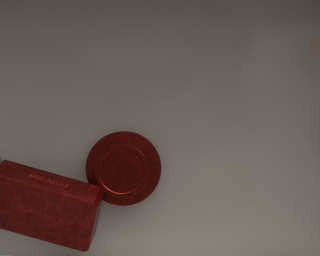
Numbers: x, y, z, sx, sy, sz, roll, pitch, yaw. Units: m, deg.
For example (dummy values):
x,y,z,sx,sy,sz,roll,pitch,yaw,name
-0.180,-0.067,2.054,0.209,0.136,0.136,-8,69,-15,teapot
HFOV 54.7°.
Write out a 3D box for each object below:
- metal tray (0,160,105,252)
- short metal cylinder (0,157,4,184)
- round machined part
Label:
x,y,z,sx,sy,sz,roll,pitch,yaw,name
-0.143,0.099,0.386,0.131,0.030,0.089,16,120,-1,metal tray
-0.247,0.057,0.388,0.081,0.050,0.079,0,90,-12,short metal cylinder
-0.047,0.053,0.402,0.099,0.042,0.097,0,90,-1,round machined part
